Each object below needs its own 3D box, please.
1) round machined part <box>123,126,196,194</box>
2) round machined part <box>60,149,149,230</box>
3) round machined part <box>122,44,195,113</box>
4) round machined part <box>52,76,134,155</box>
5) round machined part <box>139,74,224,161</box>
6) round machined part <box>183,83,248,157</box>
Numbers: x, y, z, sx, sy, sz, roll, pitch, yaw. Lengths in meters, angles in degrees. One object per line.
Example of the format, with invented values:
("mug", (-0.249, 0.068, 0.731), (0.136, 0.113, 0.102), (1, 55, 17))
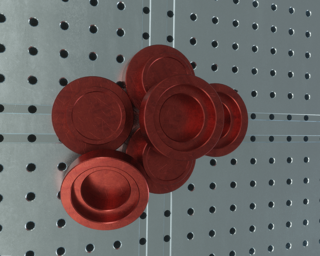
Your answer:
("round machined part", (0.003, 0.038, 0.404), (0.099, 0.042, 0.097), (0, 90, -20))
("round machined part", (-0.063, 0.068, 0.366), (0.099, 0.042, 0.097), (-2, 112, -4))
("round machined part", (0.003, -0.060, 0.404), (0.099, 0.042, 0.097), (0, 90, -20))
("round machined part", (-0.079, -0.014, 0.374), (0.099, 0.042, 0.097), (0, 90, -20))
("round machined part", (0.022, -0.012, 0.366), (0.099, 0.042, 0.097), (0, 90, -20))
("round machined part", (0.068, -0.011, 0.428), (0.099, 0.042, 0.097), (0, 90, -20))
